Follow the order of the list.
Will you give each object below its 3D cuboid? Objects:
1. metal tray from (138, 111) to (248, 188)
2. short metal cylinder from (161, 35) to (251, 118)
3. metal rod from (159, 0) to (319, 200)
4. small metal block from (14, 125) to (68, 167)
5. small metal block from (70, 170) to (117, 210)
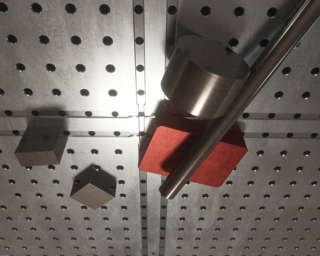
[{"bbox_3d":[0.044,0.034,0.438,0.131,0.030,0.089,15,129,-13],"label":"metal tray"},{"bbox_3d":[0.047,-0.055,0.329,0.081,0.080,0.050,15,129,-13],"label":"short metal cylinder"},{"bbox_3d":[0.085,-0.023,0.364,0.025,0.025,0.298,24,117,-20],"label":"metal rod"},{"bbox_3d":[-0.156,0.023,0.413,0.050,0.050,0.025,-4,130,2],"label":"small metal block"},{"bbox_3d":[-0.106,0.101,0.496,0.050,0.025,0.050,-36,122,26],"label":"small metal block"}]
